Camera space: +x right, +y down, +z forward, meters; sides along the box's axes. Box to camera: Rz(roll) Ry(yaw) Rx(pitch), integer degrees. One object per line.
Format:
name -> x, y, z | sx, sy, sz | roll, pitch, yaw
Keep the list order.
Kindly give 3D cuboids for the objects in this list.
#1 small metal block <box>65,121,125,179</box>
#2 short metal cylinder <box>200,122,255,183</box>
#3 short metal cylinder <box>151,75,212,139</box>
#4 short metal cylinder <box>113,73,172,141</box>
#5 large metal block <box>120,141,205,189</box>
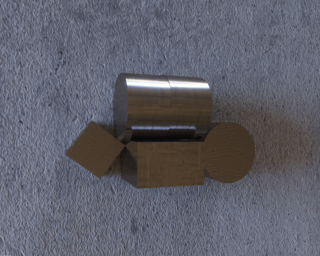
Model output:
small metal block -> -0.080, 0.026, 0.381 | 0.050, 0.025, 0.050 | 40, 77, -16
short metal cylinder -> 0.082, 0.032, 0.427 | 0.081, 0.050, 0.079 | 0, 90, -20
short metal cylinder -> 0.024, -0.025, 0.390 | 0.050, 0.080, 0.079 | 1, 90, -20
short metal cylinder -> -0.023, -0.025, 0.373 | 0.050, 0.080, 0.079 | 1, 90, -20
large metal block -> 0.000, 0.040, 0.382 | 0.081, 0.080, 0.050 | 1, 90, -20
